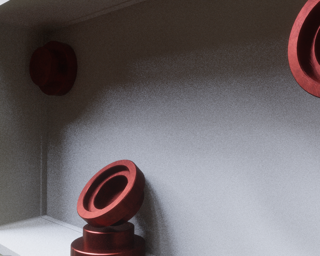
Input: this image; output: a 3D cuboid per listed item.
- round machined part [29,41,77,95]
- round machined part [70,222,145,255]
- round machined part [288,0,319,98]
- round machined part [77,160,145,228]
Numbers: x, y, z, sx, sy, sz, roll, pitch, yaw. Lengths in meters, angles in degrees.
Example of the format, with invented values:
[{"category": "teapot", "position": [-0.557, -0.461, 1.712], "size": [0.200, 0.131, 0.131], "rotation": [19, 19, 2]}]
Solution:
[{"category": "round machined part", "position": [-0.196, -0.108, 0.555], "size": [0.098, 0.042, 0.097], "rotation": [0, 91, 36]}, {"category": "round machined part", "position": [-0.069, 0.153, 0.417], "size": [0.098, 0.099, 0.042], "rotation": [-3, 85, 40]}, {"category": "round machined part", "position": [0.158, -0.070, 0.250], "size": [0.098, 0.042, 0.097], "rotation": [-5, 84, 63]}, {"category": "round machined part", "position": [-0.061, 0.094, 0.424], "size": [0.098, 0.042, 0.098], "rotation": [-26, 30, 17]}]
